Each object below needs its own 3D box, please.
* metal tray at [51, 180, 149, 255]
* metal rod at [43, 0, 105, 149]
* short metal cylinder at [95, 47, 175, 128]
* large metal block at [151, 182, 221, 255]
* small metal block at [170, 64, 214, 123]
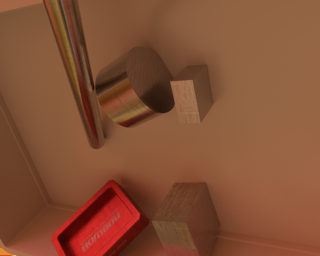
[{"bbox_3d":[-0.092,0.154,0.468,0.090,0.130,0.030,41,171,39],"label":"metal tray"},{"bbox_3d":[-0.084,-0.044,0.339,0.025,0.025,0.299,29,155,9],"label":"metal rod"},{"bbox_3d":[-0.027,-0.046,0.357,0.050,0.080,0.080,-23,106,36],"label":"short metal cylinder"},{"bbox_3d":[0.040,0.133,0.433,0.050,0.080,0.080,-7,115,31],"label":"large metal block"},{"bbox_3d":[0.038,-0.039,0.348,0.025,0.050,0.050,0,119,28],"label":"small metal block"}]
